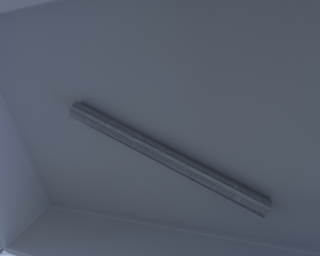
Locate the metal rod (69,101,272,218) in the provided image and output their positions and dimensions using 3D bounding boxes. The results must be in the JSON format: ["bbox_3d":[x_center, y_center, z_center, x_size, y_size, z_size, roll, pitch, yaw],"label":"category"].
[{"bbox_3d":[0.006,0.038,0.427,0.301,0.025,0.025,27,128,11],"label":"metal rod"}]
